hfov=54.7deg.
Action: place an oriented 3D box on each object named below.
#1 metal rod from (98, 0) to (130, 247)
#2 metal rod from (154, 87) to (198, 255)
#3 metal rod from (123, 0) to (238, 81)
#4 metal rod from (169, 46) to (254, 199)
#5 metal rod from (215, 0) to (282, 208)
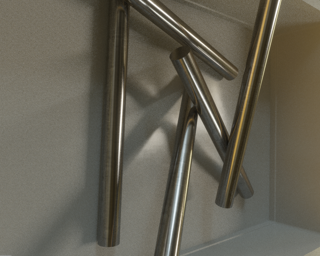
[{"bbox_3d":[-0.053,-0.016,0.361,0.025,0.025,0.298,4,88,-40],"label":"metal rod"},{"bbox_3d":[0.023,0.050,0.364,0.025,0.025,0.300,39,47,-33],"label":"metal rod"},{"bbox_3d":[0.018,-0.130,0.398,0.301,0.025,0.025,23,76,-45],"label":"metal rod"},{"bbox_3d":[0.086,0.014,0.438,0.025,0.025,0.299,-56,134,-25],"label":"metal rod"},{"bbox_3d":[0.115,-0.034,0.409,0.025,0.025,0.298,-3,108,-40],"label":"metal rod"}]
